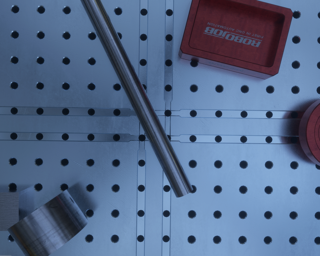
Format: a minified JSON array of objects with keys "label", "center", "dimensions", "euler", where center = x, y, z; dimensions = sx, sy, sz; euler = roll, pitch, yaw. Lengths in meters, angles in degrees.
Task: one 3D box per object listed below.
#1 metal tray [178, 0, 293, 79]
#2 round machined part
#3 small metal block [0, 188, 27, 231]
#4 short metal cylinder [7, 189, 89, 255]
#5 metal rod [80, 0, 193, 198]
[{"label":"metal tray","center":[0.099,-0.125,0.412],"dimensions":[0.131,0.030,0.089],"euler":[14,90,-1]},{"label":"round machined part","center":[0.231,0.006,0.408],"dimensions":[0.099,0.042,0.097],"euler":[0,90,-1]},{"label":"small metal block","center":[-0.207,0.108,0.411],"dimensions":[0.050,0.025,0.050],"euler":[0,90,-1]},{"label":"short metal cylinder","center":[-0.137,0.120,0.384],"dimensions":[0.080,0.080,0.050],"euler":[-34,90,0]},{"label":"metal rod","center":[-0.032,-0.047,0.412],"dimensions":[0.025,0.025,0.299],"euler":[-26,90,0]}]
